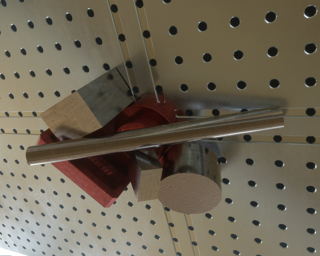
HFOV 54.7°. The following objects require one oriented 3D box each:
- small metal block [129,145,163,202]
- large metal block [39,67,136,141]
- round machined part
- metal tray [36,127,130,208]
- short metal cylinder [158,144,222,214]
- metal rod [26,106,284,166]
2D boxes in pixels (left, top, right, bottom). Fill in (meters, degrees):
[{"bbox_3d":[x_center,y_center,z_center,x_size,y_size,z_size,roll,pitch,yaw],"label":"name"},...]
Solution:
[{"bbox_3d":[-0.020,0.053,0.380,0.025,0.050,0.050,-4,125,-19],"label":"small metal block"},{"bbox_3d":[-0.092,-0.028,0.403,0.080,0.080,0.050,-23,106,36],"label":"large metal block"},{"bbox_3d":[-0.021,0.013,0.421,0.098,0.042,0.097,13,124,20],"label":"round machined part"},{"bbox_3d":[-0.095,0.038,0.440,0.130,0.090,0.030,40,129,1],"label":"metal tray"},{"bbox_3d":[0.038,0.066,0.399,0.080,0.050,0.079,4,130,5],"label":"short metal cylinder"},{"bbox_3d":[-0.015,0.012,0.363,0.301,0.025,0.025,-9,115,10],"label":"metal rod"}]
